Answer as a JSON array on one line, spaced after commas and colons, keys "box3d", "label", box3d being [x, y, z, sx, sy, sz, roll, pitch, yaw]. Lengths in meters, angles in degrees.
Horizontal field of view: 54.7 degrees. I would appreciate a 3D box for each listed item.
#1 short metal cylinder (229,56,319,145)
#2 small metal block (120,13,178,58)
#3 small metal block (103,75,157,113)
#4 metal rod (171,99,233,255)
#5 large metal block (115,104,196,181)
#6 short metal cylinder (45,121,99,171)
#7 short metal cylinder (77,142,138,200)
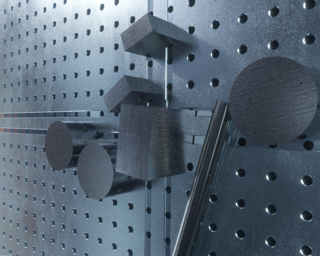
[{"box3d": [0.115, -0.025, 0.298, 0.080, 0.050, 0.080, 0, 90, 40], "label": "short metal cylinder"}, {"box3d": [-0.014, -0.119, 0.405, 0.050, 0.050, 0.025, -25, 74, 37], "label": "small metal block"}, {"box3d": [-0.041, -0.045, 0.427, 0.050, 0.050, 0.025, -39, 66, 33], "label": "small metal block"}, {"box3d": [0.039, 0.113, 0.376, 0.025, 0.025, 0.298, 23, 105, 37], "label": "metal rod"}, {"box3d": [-0.004, 0.014, 0.377, 0.050, 0.081, 0.079, 9, 96, 40], "label": "large metal block"}, {"box3d": [-0.147, 0.028, 0.515, 0.080, 0.050, 0.080, 0, 90, 40], "label": "short metal cylinder"}, {"box3d": [-0.077, 0.061, 0.457, 0.080, 0.050, 0.080, 0, 90, 40], "label": "short metal cylinder"}]
